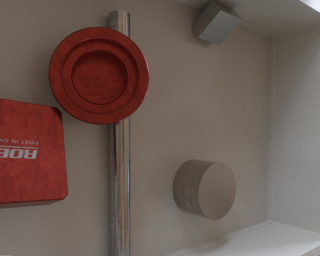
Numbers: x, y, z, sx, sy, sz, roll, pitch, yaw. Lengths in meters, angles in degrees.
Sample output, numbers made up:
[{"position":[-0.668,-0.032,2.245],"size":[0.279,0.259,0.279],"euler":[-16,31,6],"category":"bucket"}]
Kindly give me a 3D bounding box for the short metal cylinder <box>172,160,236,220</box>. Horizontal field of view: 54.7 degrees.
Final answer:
[{"position":[0.065,0.087,0.447],"size":[0.081,0.050,0.079],"euler":[0,90,-40],"category":"short metal cylinder"}]

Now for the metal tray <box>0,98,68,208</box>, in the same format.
[{"position":[-0.145,0.020,0.255],"size":[0.131,0.030,0.090],"euler":[9,64,-46],"category":"metal tray"}]

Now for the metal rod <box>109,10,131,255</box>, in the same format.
[{"position":[-0.048,0.014,0.368],"size":[0.025,0.025,0.298],"euler":[0,90,-40],"category":"metal rod"}]

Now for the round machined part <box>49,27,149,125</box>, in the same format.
[{"position":[-0.064,-0.052,0.328],"size":[0.099,0.042,0.097],"euler":[0,90,-15],"category":"round machined part"}]

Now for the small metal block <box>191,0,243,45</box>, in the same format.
[{"position":[0.084,-0.155,0.460],"size":[0.050,0.050,0.025],"euler":[4,51,-40],"category":"small metal block"}]
